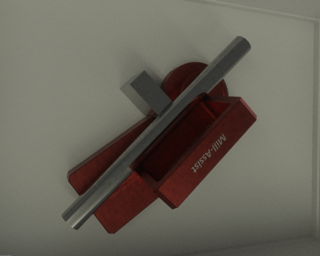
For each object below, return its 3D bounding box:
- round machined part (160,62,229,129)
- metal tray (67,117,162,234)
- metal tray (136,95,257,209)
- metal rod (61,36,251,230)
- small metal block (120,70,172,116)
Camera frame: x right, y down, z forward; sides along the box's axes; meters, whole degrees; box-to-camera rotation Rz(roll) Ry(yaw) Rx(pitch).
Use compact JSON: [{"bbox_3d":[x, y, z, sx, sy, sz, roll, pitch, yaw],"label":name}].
[{"bbox_3d":[0.052,-0.041,0.420,0.099,0.042,0.097,0,90,-21],"label":"round machined part"},{"bbox_3d":[-0.038,0.056,0.393,0.131,0.030,0.090,-37,102,-17],"label":"metal tray"},{"bbox_3d":[0.035,0.020,0.348,0.130,0.090,0.030,-46,108,-8],"label":"metal tray"},{"bbox_3d":[0.003,-0.002,0.370,0.300,0.025,0.025,-46,105,-10],"label":"metal rod"},{"bbox_3d":[-0.019,-0.042,0.390,0.025,0.050,0.050,-47,105,-14],"label":"small metal block"}]
